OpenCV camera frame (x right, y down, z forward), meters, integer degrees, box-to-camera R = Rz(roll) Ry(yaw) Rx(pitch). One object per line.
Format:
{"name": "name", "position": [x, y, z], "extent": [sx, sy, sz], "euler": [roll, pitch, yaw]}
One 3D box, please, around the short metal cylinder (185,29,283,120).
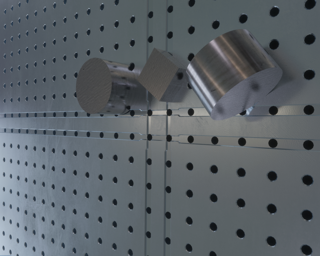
{"name": "short metal cylinder", "position": [0.073, -0.052, 0.313], "extent": [0.080, 0.081, 0.050], "euler": [-44, 64, 31]}

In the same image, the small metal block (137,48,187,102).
{"name": "small metal block", "position": [0.004, -0.069, 0.406], "extent": [0.050, 0.025, 0.050], "euler": [46, 117, 30]}

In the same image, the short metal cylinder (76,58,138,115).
{"name": "short metal cylinder", "position": [-0.079, -0.060, 0.458], "extent": [0.080, 0.050, 0.079], "euler": [0, 90, 40]}
